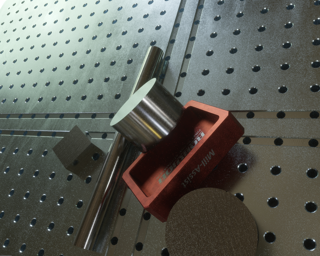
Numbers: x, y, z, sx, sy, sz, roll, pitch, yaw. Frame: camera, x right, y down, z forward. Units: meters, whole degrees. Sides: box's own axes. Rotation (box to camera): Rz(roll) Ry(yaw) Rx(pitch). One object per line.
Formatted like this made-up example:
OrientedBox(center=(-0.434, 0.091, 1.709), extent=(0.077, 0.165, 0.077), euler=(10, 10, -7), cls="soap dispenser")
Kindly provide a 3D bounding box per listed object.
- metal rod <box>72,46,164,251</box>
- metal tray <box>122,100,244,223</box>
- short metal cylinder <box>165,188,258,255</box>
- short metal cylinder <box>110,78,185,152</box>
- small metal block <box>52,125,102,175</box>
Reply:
OrientedBox(center=(-0.050, 0.011, 0.427), extent=(0.025, 0.025, 0.300), euler=(4, 64, 30), cls="metal rod")
OrientedBox(center=(0.022, 0.031, 0.351), extent=(0.130, 0.030, 0.090), euler=(-48, 26, -6), cls="metal tray")
OrientedBox(center=(0.050, 0.100, 0.293), extent=(0.080, 0.050, 0.080), euler=(-5, 71, 16), cls="short metal cylinder")
OrientedBox(center=(-0.016, -0.016, 0.387), extent=(0.080, 0.050, 0.080), euler=(-42, 17, 16), cls="short metal cylinder")
OrientedBox(center=(-0.122, 0.031, 0.453), extent=(0.050, 0.025, 0.050), euler=(-46, 51, -4), cls="small metal block")
